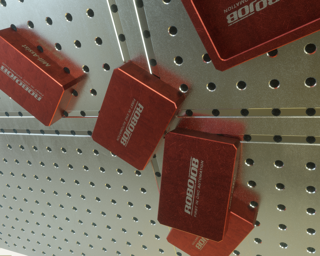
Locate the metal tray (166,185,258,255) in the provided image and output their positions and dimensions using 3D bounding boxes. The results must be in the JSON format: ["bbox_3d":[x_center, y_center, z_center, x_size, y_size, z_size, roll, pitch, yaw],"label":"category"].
[{"bbox_3d":[0.072,0.146,0.460,0.090,0.030,0.129,29,128,9],"label":"metal tray"}]

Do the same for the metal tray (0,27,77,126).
[{"bbox_3d":[-0.196,-0.074,0.463,0.130,0.030,0.089,39,129,1],"label":"metal tray"}]

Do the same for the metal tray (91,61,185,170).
[{"bbox_3d":[-0.034,-0.012,0.417,0.090,0.030,0.129,32,128,6],"label":"metal tray"}]

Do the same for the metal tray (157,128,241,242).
[{"bbox_3d":[0.048,0.072,0.400,0.090,0.030,0.129,11,105,22],"label":"metal tray"}]

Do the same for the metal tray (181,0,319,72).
[{"bbox_3d":[0.094,-0.118,0.284,0.130,0.030,0.090,-20,108,35],"label":"metal tray"}]
